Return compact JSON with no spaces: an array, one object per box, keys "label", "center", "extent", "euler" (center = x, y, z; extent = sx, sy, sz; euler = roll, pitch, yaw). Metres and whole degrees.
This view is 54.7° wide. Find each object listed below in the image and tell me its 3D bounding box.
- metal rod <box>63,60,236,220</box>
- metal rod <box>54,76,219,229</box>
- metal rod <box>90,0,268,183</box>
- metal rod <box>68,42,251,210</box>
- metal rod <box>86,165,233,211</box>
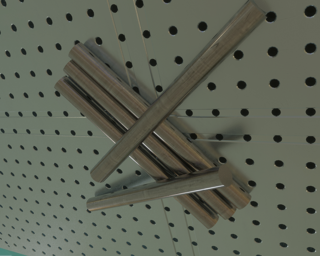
[{"label":"metal rod","center":[-0.012,0.016,0.426],"extent":[0.300,0.025,0.025],"euler":[43,129,-2]},{"label":"metal rod","center":[-0.032,0.036,0.449],"extent":[0.300,0.025,0.025],"euler":[43,129,-2]},{"label":"metal rod","center":[0.002,-0.023,0.368],"extent":[0.025,0.025,0.299],"euler":[44,121,-2]},{"label":"metal rod","center":[0.001,-0.002,0.408],"extent":[0.300,0.025,0.025],"euler":[42,129,-2]},{"label":"metal rod","center":[-0.024,0.096,0.455],"extent":[0.299,0.025,0.025],"euler":[-23,106,45]}]
